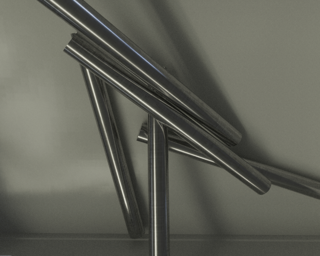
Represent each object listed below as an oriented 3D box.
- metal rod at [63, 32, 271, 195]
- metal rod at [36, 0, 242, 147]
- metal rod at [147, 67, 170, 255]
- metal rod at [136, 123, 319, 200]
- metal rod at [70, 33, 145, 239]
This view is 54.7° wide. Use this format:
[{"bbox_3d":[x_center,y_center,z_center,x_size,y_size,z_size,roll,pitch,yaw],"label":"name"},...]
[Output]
[{"bbox_3d":[0.024,-0.005,0.364,0.301,0.025,0.025,36,106,-20],"label":"metal rod"},{"bbox_3d":[-0.002,-0.054,0.331,0.025,0.025,0.301,-46,127,15],"label":"metal rod"},{"bbox_3d":[-0.002,0.075,0.374,0.025,0.025,0.298,-1,85,0],"label":"metal rod"},{"bbox_3d":[0.114,0.052,0.431,0.302,0.025,0.025,18,109,-7],"label":"metal rod"},{"bbox_3d":[-0.064,0.022,0.418,0.025,0.025,0.298,-11,110,4],"label":"metal rod"}]
